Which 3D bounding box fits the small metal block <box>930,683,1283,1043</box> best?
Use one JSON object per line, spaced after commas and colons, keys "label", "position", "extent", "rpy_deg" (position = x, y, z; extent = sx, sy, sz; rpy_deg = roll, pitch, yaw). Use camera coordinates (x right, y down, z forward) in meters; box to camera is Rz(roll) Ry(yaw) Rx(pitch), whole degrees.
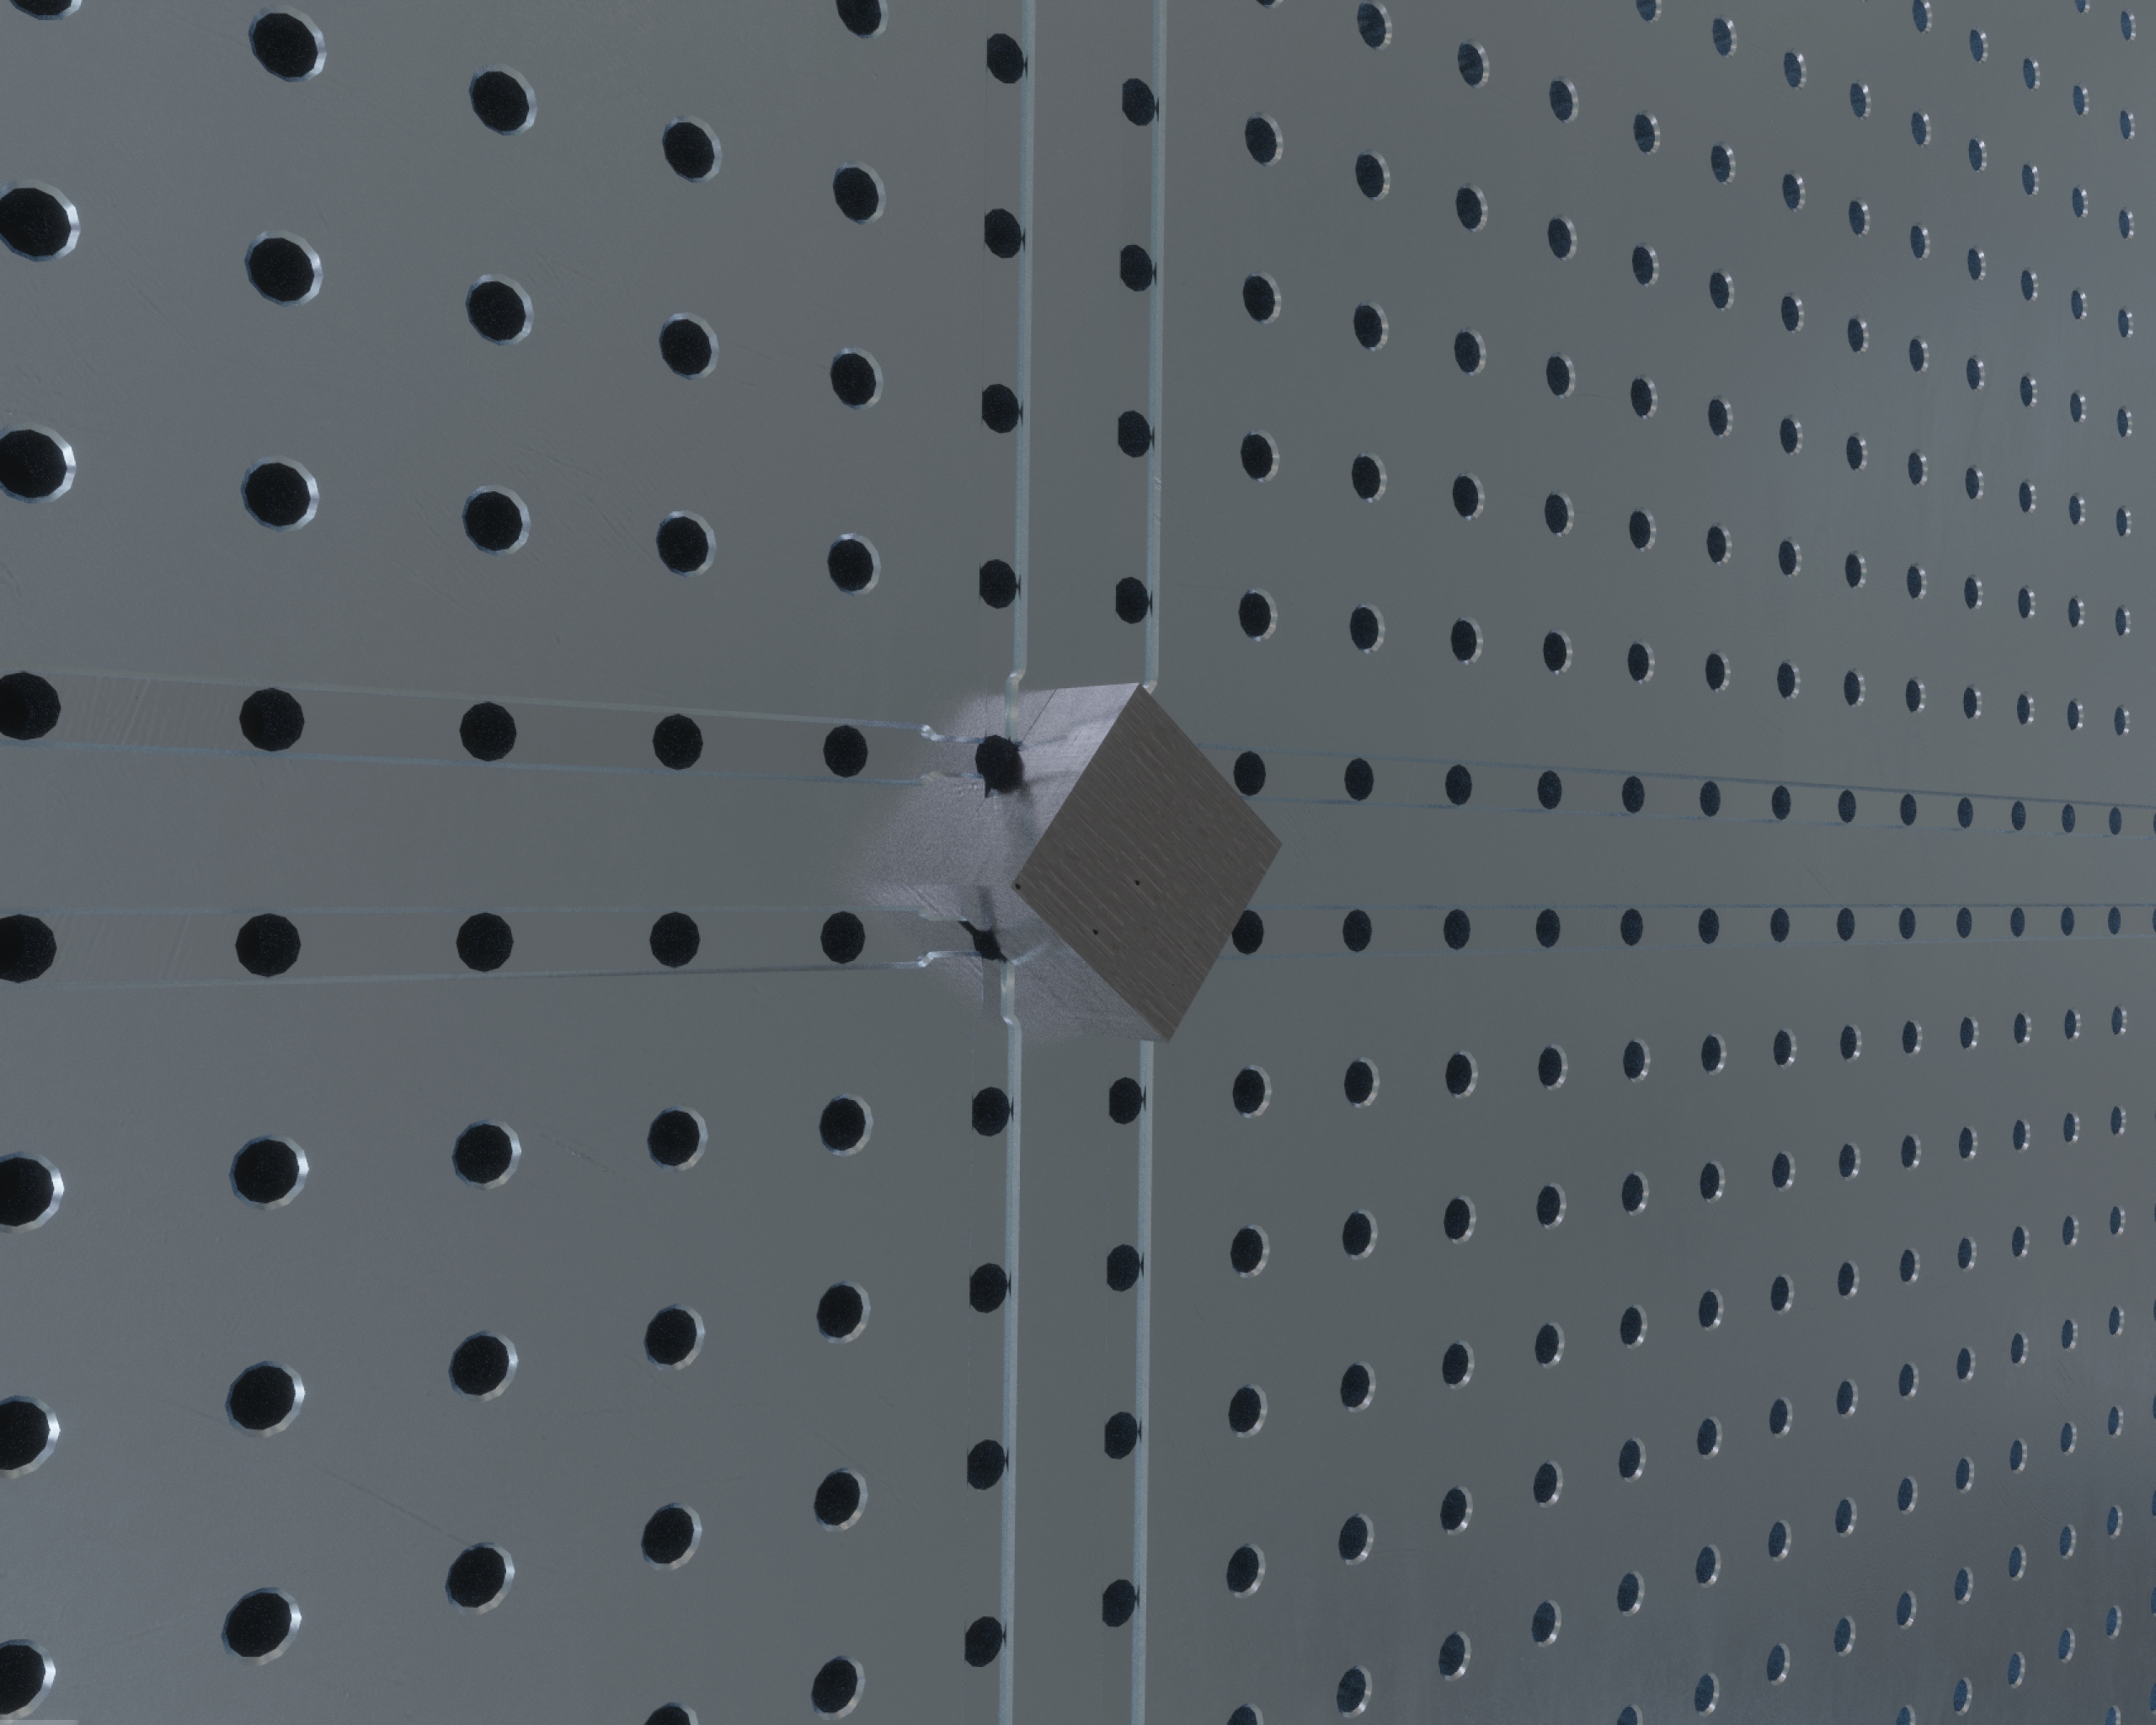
{"label": "small metal block", "position": [0.007, 0.000, 0.414], "extent": [0.050, 0.025, 0.050], "rpy_deg": [46, 63, -31]}
